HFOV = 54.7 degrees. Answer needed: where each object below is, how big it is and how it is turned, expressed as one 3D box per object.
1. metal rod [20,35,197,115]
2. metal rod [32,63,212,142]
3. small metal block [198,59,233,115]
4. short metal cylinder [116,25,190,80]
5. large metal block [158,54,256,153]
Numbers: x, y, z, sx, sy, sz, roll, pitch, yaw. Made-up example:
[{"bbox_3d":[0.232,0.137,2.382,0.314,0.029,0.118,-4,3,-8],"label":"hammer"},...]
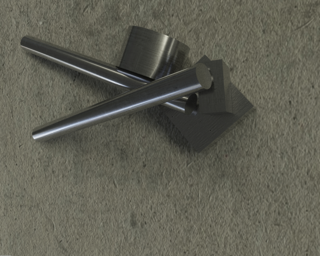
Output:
[{"bbox_3d":[-0.086,-0.079,0.409,0.300,0.025,0.025,24,98,29],"label":"metal rod"},{"bbox_3d":[-0.072,-0.019,0.378,0.300,0.025,0.025,-14,85,40],"label":"metal rod"},{"bbox_3d":[0.057,-0.040,0.320,0.025,0.050,0.050,-4,89,20],"label":"small metal block"},{"bbox_3d":[-0.009,-0.087,0.385,0.080,0.080,0.050,22,97,18],"label":"short metal cylinder"},{"bbox_3d":[0.057,-0.027,0.375,0.080,0.050,0.080,-43,76,16],"label":"large metal block"}]
